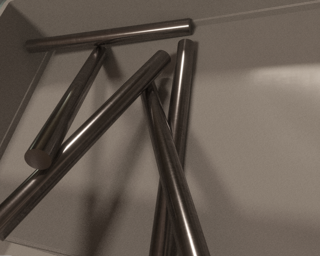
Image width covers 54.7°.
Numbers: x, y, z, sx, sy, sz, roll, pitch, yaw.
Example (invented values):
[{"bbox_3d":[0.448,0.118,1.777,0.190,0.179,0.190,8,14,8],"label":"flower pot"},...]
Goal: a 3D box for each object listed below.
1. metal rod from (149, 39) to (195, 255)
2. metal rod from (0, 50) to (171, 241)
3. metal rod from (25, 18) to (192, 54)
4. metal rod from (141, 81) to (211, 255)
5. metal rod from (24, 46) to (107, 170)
[{"bbox_3d":[0.020,0.007,0.389,0.025,0.025,0.299,-6,59,25],"label":"metal rod"},{"bbox_3d":[-0.072,-0.004,0.360,0.025,0.025,0.301,12,47,33],"label":"metal rod"},{"bbox_3d":[-0.096,-0.153,0.523,0.301,0.025,0.025,-1,61,18],"label":"metal rod"},{"bbox_3d":[0.004,0.021,0.351,0.025,0.025,0.300,-28,41,10],"label":"metal rod"},{"bbox_3d":[-0.109,-0.051,0.416,0.025,0.025,0.300,-21,29,15],"label":"metal rod"}]
